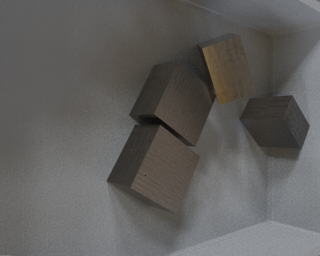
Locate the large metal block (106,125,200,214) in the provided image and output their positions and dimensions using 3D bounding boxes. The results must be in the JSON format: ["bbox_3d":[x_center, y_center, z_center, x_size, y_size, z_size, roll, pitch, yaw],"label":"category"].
[{"bbox_3d":[-0.006,0.051,0.388,0.080,0.050,0.080,39,66,-34],"label":"large metal block"}]

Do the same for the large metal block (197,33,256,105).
[{"bbox_3d":[0.093,-0.087,0.443,0.080,0.050,0.080,-85,155,-71],"label":"large metal block"}]

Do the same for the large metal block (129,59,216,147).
[{"bbox_3d":[0.019,-0.030,0.408,0.080,0.050,0.080,38,67,-34],"label":"large metal block"}]

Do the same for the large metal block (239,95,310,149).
[{"bbox_3d":[0.201,-0.009,0.543,0.080,0.080,0.050,46,62,-31],"label":"large metal block"}]
